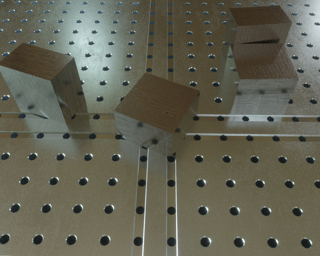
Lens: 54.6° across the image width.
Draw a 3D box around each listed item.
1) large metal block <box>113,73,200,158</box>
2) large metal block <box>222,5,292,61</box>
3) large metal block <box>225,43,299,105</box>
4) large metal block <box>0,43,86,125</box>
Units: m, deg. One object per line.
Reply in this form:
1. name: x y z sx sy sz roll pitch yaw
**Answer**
1. large metal block: -0.002 -0.019 0.407 0.080 0.050 0.080 22 53 17
2. large metal block: 0.149 -0.142 0.493 0.080 0.080 0.050 -5 50 -4
3. large metal block: 0.146 -0.081 0.460 0.080 0.050 0.080 -1 50 -1
4. large metal block: -0.157 -0.060 0.422 0.080 0.080 0.050 18 52 14
